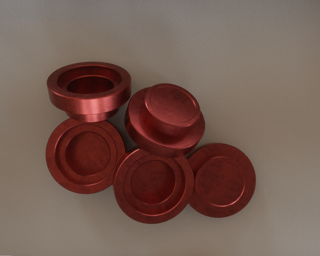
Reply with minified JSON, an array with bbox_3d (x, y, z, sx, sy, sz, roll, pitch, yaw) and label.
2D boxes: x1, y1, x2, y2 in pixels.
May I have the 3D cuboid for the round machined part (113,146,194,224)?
[{"bbox_3d":[-0.010,0.066,0.390,0.099,0.042,0.097,-2,96,-13],"label":"round machined part"}]

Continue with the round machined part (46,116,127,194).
[{"bbox_3d":[-0.091,0.032,0.399,0.099,0.042,0.097,0,90,-1],"label":"round machined part"}]

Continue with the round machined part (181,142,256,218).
[{"bbox_3d":[0.076,0.068,0.402,0.099,0.042,0.097,0,90,-1],"label":"round machined part"}]

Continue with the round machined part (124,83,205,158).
[{"bbox_3d":[0.010,-0.016,0.374,0.099,0.042,0.098,11,49,-13],"label":"round machined part"}]

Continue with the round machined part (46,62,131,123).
[{"bbox_3d":[-0.085,-0.043,0.382,0.099,0.098,0.042,3,126,-1],"label":"round machined part"}]
